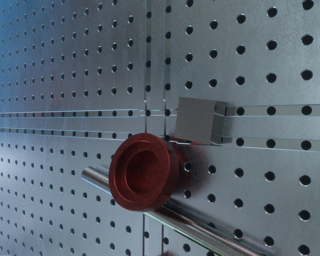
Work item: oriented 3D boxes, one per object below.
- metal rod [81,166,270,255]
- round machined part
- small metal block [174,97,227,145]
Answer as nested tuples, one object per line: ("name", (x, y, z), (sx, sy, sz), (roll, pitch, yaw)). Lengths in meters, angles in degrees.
("metal rod", (-0.004, 0.109, 0.410), (0.300, 0.025, 0.025), (17, 101, 38))
("round machined part", (-0.016, 0.058, 0.398), (0.098, 0.042, 0.098), (-14, 65, 33))
("small metal block", (0.047, -0.009, 0.369), (0.050, 0.025, 0.050), (11, 97, 39))
